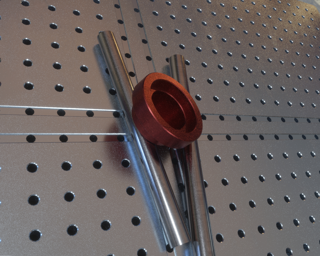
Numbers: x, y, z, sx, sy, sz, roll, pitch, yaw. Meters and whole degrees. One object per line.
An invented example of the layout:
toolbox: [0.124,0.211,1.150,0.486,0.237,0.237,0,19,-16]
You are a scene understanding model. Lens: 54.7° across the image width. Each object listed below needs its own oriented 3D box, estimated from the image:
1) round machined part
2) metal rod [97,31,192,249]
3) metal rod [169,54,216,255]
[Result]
round machined part: [0.004,-0.017,0.385,0.098,0.042,0.098,29,42,-30]
metal rod: [-0.028,-0.001,0.395,0.025,0.025,0.299,-8,66,-32]
metal rod: [0.038,0.022,0.416,0.025,0.025,0.299,9,58,-24]
